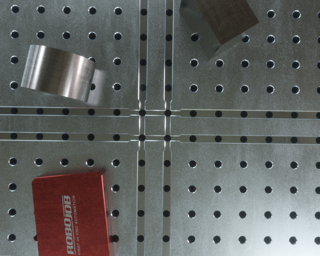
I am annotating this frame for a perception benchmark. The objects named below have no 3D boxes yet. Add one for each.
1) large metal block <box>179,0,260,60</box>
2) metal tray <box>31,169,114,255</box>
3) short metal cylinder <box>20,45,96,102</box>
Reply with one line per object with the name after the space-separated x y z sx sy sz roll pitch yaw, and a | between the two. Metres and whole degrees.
0.069 -0.140 0.387 0.050 0.080 0.080 -32 90 0 | large metal block
-0.113 0.124 0.410 0.091 0.030 0.129 -6 90 -1 | metal tray
-0.125 -0.065 0.384 0.080 0.080 0.050 13 90 -1 | short metal cylinder
